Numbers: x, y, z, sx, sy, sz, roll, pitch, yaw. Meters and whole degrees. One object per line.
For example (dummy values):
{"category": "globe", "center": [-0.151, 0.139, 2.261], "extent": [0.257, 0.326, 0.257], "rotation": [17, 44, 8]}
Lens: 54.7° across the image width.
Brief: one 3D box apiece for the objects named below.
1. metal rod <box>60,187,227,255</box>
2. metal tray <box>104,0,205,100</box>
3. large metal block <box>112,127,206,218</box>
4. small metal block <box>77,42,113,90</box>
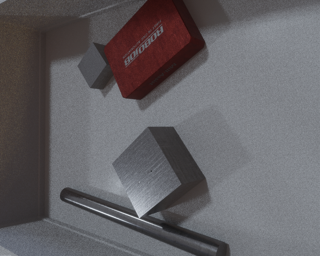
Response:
{"category": "metal rod", "center": [-0.047, 0.128, 0.443], "extent": [0.300, 0.025, 0.025], "rotation": [6, 94, 39]}
{"category": "metal tray", "center": [-0.013, -0.108, 0.413], "extent": [0.130, 0.030, 0.090], "rotation": [-36, 68, 34]}
{"category": "large metal block", "center": [-0.004, 0.054, 0.392], "extent": [0.080, 0.050, 0.080], "rotation": [-45, 63, 30]}
{"category": "small metal block", "center": [-0.097, -0.096, 0.484], "extent": [0.050, 0.025, 0.050], "rotation": [-47, 62, 29]}
